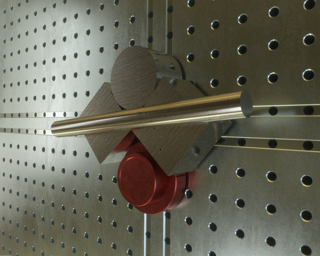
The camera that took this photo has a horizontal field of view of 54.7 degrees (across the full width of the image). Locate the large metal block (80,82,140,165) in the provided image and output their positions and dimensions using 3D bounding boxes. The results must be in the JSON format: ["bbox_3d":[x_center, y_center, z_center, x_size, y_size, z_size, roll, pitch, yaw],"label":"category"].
[{"bbox_3d":[-0.063,-0.006,0.439,0.080,0.050,0.080,-47,64,29],"label":"large metal block"}]

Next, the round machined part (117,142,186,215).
[{"bbox_3d":[-0.018,0.065,0.408,0.098,0.042,0.097,0,90,40],"label":"round machined part"}]

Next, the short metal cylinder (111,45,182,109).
[{"bbox_3d":[-0.018,-0.062,0.403,0.080,0.050,0.079,0,90,40],"label":"short metal cylinder"}]

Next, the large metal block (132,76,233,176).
[{"bbox_3d":[0.023,-0.003,0.366,0.080,0.050,0.080,50,120,28],"label":"large metal block"}]

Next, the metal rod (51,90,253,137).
[{"bbox_3d":[-0.038,-0.010,0.368,0.300,0.025,0.025,-6,86,40],"label":"metal rod"}]
